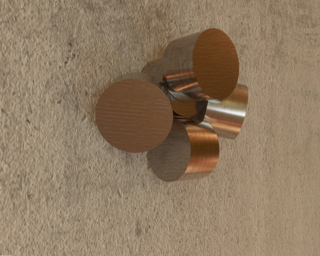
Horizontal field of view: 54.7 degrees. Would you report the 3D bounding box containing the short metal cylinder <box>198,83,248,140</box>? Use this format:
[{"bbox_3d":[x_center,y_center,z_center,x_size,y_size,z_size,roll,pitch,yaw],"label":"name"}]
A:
[{"bbox_3d":[0.086,-0.027,0.437,0.050,0.080,0.080,12,81,-1],"label":"short metal cylinder"}]

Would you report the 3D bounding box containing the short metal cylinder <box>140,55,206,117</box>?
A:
[{"bbox_3d":[0.018,-0.054,0.407,0.081,0.050,0.079,0,90,-40],"label":"short metal cylinder"}]

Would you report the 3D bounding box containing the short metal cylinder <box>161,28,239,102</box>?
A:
[{"bbox_3d":[0.049,-0.072,0.366,0.081,0.050,0.079,0,90,-40],"label":"short metal cylinder"}]

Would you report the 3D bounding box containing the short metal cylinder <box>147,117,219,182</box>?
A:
[{"bbox_3d":[0.028,0.027,0.395,0.050,0.080,0.079,2,89,-40],"label":"short metal cylinder"}]

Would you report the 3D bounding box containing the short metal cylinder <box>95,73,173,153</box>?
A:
[{"bbox_3d":[-0.026,-0.019,0.343,0.081,0.050,0.079,0,107,1],"label":"short metal cylinder"}]
